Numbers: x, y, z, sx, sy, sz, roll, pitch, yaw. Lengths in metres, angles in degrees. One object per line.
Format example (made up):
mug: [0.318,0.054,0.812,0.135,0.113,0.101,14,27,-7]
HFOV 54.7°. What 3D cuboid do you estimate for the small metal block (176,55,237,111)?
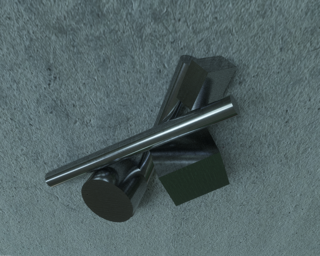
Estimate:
small metal block: [0.052,-0.051,0.349,0.050,0.025,0.050,-18,143,-40]

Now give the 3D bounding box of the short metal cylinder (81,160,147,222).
short metal cylinder: [-0.066,0.090,0.452,0.080,0.050,0.079,11,125,17]

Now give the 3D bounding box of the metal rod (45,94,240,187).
metal rod: [-0.041,0.026,0.408,0.300,0.025,0.025,-23,127,26]

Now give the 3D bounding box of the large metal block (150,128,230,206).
large metal block: [0.041,0.052,0.418,0.080,0.050,0.080,-23,137,3]

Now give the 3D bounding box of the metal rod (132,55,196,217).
metal rod: [-0.010,0.034,0.436,0.025,0.025,0.298,13,129,-11]
